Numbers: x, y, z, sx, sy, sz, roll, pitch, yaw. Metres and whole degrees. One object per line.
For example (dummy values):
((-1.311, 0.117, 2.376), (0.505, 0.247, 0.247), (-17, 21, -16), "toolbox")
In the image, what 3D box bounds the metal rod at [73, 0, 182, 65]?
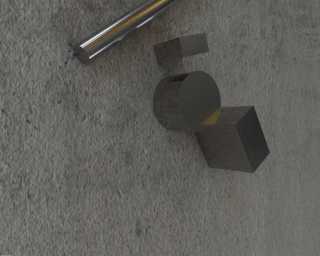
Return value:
((0.007, -0.170, 0.411), (0.301, 0.025, 0.025), (-45, 117, -31), "metal rod")

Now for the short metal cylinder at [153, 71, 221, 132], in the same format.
((0.037, -0.035, 0.422), (0.081, 0.050, 0.079), (0, 90, -40), "short metal cylinder")

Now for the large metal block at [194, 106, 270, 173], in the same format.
((0.104, 0.016, 0.459), (0.050, 0.080, 0.080), (-39, 115, -33), "large metal block")

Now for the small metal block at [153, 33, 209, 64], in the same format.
((0.028, -0.107, 0.414), (0.050, 0.050, 0.025), (-22, 105, -38), "small metal block")
